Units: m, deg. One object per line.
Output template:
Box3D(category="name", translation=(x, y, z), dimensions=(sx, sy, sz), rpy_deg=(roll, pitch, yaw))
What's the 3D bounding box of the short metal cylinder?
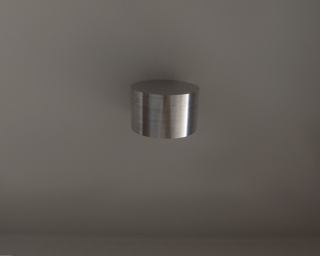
Box3D(category="short metal cylinder", translation=(0.005, -0.025, 0.373), dimensions=(0.080, 0.080, 0.050), rpy_deg=(2, 110, -1))
